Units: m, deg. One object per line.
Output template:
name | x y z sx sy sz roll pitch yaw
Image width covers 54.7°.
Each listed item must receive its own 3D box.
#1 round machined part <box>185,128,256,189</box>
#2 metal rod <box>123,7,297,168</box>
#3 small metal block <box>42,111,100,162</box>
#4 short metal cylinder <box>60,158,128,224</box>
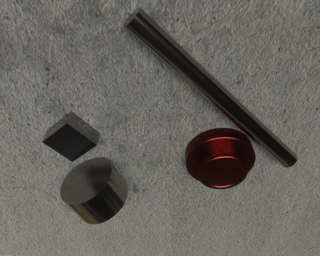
round machined part | 0.086 0.050 0.440 0.099 0.042 0.097 -1 130 0
metal rod | 0.079 -0.033 0.380 0.301 0.025 0.025 36 121 -27
small metal block | -0.119 0.013 0.416 0.050 0.025 0.050 -33 123 24
short metal cylinder | -0.094 0.090 0.446 0.080 0.080 0.050 -17 128 14
